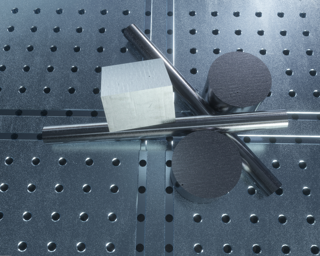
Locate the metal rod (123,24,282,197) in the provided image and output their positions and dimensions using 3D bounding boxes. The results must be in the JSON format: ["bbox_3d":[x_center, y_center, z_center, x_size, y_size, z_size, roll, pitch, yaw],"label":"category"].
[{"bbox_3d":[0.048,-0.034,0.421,0.025,0.025,0.300,-36,74,-12],"label":"metal rod"}]

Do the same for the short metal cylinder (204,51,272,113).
[{"bbox_3d":[0.101,-0.055,0.416,0.081,0.050,0.080,0,70,0],"label":"short metal cylinder"}]

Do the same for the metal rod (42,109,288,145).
[{"bbox_3d":[0.002,0.000,0.390,0.302,0.025,0.025,-4,70,5],"label":"metal rod"}]

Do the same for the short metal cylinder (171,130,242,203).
[{"bbox_3d":[0.054,0.048,0.377,0.081,0.050,0.080,0,70,0],"label":"short metal cylinder"}]

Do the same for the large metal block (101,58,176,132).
[{"bbox_3d":[-0.029,-0.044,0.391,0.081,0.050,0.080,-9,36,-3],"label":"large metal block"}]
